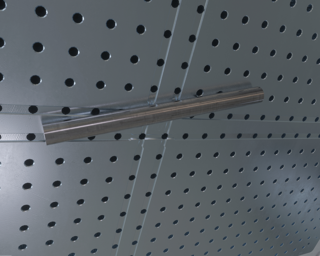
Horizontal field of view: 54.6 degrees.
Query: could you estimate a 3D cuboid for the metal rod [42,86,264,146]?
[{"bbox_3d":[0.008,-0.021,0.401,0.302,0.025,0.025,-12,123,-22],"label":"metal rod"}]
